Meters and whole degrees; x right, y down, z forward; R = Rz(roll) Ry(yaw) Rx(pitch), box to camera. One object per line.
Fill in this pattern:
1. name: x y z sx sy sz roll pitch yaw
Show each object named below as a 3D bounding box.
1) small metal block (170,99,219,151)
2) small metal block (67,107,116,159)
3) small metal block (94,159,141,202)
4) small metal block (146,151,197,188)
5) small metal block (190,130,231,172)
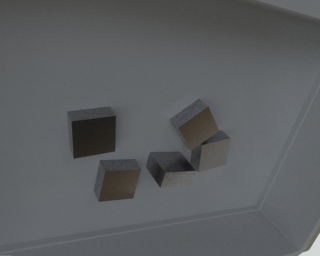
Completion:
1. small metal block: 0.049 -0.004 0.435 0.050 0.025 0.050 -35 129 -5
2. small metal block: -0.081 0.005 0.369 0.050 0.025 0.050 -9 122 -24
3. small metal block: -0.059 0.071 0.422 0.050 0.025 0.050 1 118 -30
4. small metal block: 0.015 0.057 0.438 0.050 0.050 0.025 2 118 -30
5. small metal block: 0.077 0.035 0.475 0.050 0.025 0.050 -12 124 -23
